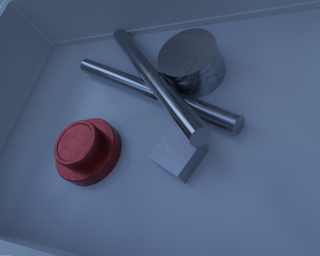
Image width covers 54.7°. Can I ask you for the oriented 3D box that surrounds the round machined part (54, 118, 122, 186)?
[{"bbox_3d":[-0.107,0.028,0.432,0.098,0.042,0.098,-13,56,20],"label":"round machined part"}]

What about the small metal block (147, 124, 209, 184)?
[{"bbox_3d":[0.022,0.031,0.374,0.050,0.025,0.050,29,78,37],"label":"small metal block"}]

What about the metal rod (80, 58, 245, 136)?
[{"bbox_3d":[-0.018,-0.055,0.447,0.300,0.025,0.025,26,76,36],"label":"metal rod"}]

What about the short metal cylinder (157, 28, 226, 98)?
[{"bbox_3d":[0.044,-0.087,0.419,0.080,0.050,0.080,-13,56,20],"label":"short metal cylinder"}]

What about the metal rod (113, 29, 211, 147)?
[{"bbox_3d":[-0.014,-0.076,0.429,0.025,0.025,0.300,-37,43,3],"label":"metal rod"}]
